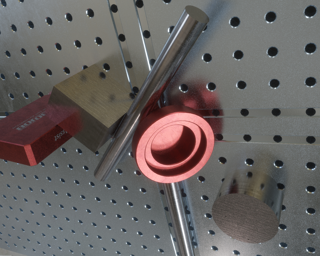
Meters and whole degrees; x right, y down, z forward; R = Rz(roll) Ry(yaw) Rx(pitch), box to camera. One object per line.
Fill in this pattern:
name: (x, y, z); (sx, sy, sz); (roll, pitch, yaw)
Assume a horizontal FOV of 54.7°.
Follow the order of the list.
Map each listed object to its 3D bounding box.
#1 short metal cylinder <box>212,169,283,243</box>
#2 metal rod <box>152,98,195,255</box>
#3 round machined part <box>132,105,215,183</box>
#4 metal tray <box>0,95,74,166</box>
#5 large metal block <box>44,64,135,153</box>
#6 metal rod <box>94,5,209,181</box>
short metal cylinder: (0.113, 0.099, 0.397); (0.080, 0.050, 0.079); (13, 124, 20)
metal rod: (0.017, 0.084, 0.453); (0.025, 0.025, 0.298); (2, 119, 27)
round machined part: (0.013, 0.016, 0.381); (0.099, 0.042, 0.097); (-8, 119, -15)
metal tray: (-0.163, -0.003, 0.425); (0.090, 0.131, 0.030); (9, 122, 23)
large metal block: (-0.085, -0.028, 0.402); (0.080, 0.080, 0.050); (38, 129, 2)
metal rod: (-0.029, -0.015, 0.383); (0.025, 0.025, 0.298); (38, 134, 2)
